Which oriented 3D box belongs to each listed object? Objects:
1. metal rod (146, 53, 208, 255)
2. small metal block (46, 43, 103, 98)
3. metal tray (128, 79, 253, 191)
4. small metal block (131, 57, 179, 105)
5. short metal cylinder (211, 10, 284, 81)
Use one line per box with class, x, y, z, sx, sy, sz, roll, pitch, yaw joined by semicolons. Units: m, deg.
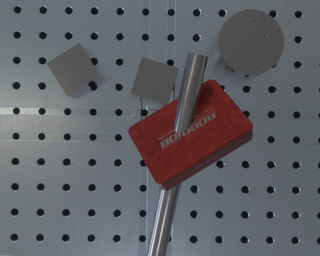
metal rod;0.017;0.057;0.393;0.025;0.025;0.298;11;98;0
small metal block;-0.112;-0.076;0.412;0.050;0.025;0.050;-32;90;0
metal tray;0.037;0.006;0.388;0.130;0.030;0.090;-31;58;-2
small metal block;-0.007;-0.061;0.413;0.050;0.025;0.050;17;90;0
short metal cylinder;0.111;-0.104;0.401;0.081;0.050;0.080;0;90;0
